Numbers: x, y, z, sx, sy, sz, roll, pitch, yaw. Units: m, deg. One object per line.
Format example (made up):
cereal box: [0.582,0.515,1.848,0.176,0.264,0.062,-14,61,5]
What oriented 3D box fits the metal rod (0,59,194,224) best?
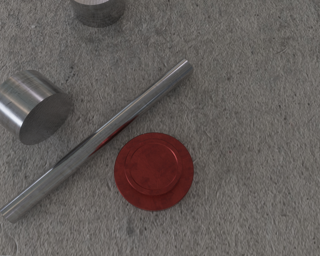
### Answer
metal rod: [-0.071,0.008,0.404,0.301,0.025,0.025,-41,75,-14]

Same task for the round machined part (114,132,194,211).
round machined part: [-0.007,0.051,0.380,0.099,0.042,0.098,0,70,0]

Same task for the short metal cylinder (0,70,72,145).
short metal cylinder: [-0.158,-0.025,0.387,0.050,0.080,0.080,37,74,12]

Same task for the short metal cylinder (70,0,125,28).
short metal cylinder: [-0.096,-0.200,0.467,0.081,0.050,0.080,0,70,0]
